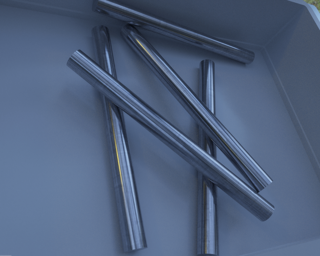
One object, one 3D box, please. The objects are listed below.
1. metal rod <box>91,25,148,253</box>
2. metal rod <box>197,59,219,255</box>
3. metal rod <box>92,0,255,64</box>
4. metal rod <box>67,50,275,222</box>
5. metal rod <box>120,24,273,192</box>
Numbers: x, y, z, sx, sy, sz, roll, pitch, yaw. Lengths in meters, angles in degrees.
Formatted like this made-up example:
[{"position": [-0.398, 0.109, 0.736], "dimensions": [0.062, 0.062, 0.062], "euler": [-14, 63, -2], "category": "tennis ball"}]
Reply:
[{"position": [-0.055, -0.007, 0.380], "dimensions": [0.025, 0.025, 0.299], "euler": [1, 61, -28], "category": "metal rod"}, {"position": [0.066, 0.020, 0.431], "dimensions": [0.025, 0.025, 0.300], "euler": [18, 54, -18], "category": "metal rod"}, {"position": [0.040, -0.152, 0.501], "dimensions": [0.302, 0.025, 0.025], "euler": [9, 58, -31], "category": "metal rod"}, {"position": [0.015, 0.011, 0.374], "dimensions": [0.300, 0.025, 0.025], "euler": [39, 51, -2], "category": "metal rod"}, {"position": [0.040, -0.038, 0.428], "dimensions": [0.025, 0.025, 0.300], "euler": [-26, 69, -37], "category": "metal rod"}]
